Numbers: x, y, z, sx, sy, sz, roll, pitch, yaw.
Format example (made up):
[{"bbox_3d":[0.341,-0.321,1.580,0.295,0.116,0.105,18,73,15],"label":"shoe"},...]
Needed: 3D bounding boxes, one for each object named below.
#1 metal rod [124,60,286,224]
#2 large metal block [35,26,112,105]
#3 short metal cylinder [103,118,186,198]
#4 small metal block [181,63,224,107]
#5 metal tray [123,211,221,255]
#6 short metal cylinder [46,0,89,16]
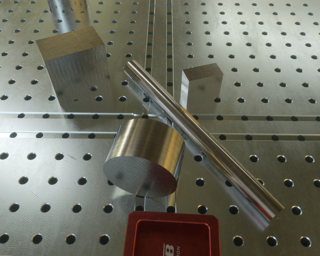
[{"bbox_3d":[0.040,-0.001,0.408,0.025,0.025,0.300,-28,56,-21],"label":"metal rod"},{"bbox_3d":[-0.121,-0.089,0.446,0.081,0.080,0.050,-21,53,-17],"label":"large metal block"},{"bbox_3d":[-0.016,0.035,0.343,0.080,0.080,0.050,10,51,8],"label":"short metal cylinder"},{"bbox_3d":[0.059,-0.061,0.443,0.050,0.050,0.025,-14,52,-11],"label":"small metal block"},{"bbox_3d":[0.009,0.144,0.282,0.091,0.030,0.130,3,50,2],"label":"metal tray"},{"bbox_3d":[-0.186,-0.266,0.613,0.081,0.050,0.080,0,50,0],"label":"short metal cylinder"}]
